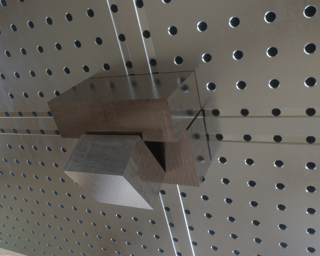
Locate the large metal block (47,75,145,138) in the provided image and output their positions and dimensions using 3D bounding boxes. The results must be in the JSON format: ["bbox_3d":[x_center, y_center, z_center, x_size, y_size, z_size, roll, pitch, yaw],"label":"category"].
[{"bbox_3d":[-0.079,-0.028,0.397,0.080,0.080,0.050,1,119,27],"label":"large metal block"}]

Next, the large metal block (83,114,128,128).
[{"bbox_3d":[-0.058,0.023,0.435,0.080,0.050,0.079,1,119,27],"label":"large metal block"}]

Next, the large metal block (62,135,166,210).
[{"bbox_3d":[-0.050,0.052,0.366,0.080,0.050,0.080,0,142,28],"label":"large metal block"}]

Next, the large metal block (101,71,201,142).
[{"bbox_3d":[-0.007,-0.027,0.360,0.080,0.080,0.050,1,119,27],"label":"large metal block"}]

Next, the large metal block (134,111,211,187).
[{"bbox_3d":[0.014,0.025,0.398,0.080,0.050,0.079,1,119,27],"label":"large metal block"}]
